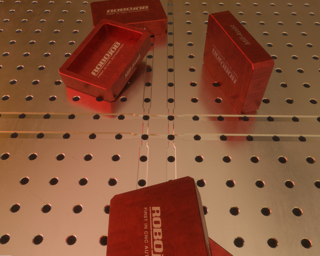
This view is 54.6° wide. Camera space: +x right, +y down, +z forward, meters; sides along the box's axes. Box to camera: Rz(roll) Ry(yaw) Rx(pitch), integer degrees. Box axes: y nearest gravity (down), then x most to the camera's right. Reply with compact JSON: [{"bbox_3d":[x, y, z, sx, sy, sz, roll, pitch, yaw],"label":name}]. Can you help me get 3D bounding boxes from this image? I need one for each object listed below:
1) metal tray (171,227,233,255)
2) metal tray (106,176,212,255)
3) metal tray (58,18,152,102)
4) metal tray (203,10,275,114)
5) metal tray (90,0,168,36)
[{"bbox_3d":[0.052,0.162,0.269,0.130,0.030,0.090,33,57,24],"label":"metal tray"},{"bbox_3d":[-0.001,0.111,0.280,0.090,0.030,0.130,-16,39,9],"label":"metal tray"},{"bbox_3d":[-0.082,-0.110,0.483,0.090,0.030,0.130,21,62,16],"label":"metal tray"},{"bbox_3d":[0.106,-0.096,0.446,0.030,0.090,0.130,-15,52,-12],"label":"metal tray"},{"bbox_3d":[-0.059,-0.205,0.577,0.131,0.030,0.090,-10,51,-8],"label":"metal tray"}]
